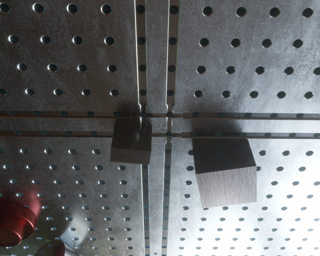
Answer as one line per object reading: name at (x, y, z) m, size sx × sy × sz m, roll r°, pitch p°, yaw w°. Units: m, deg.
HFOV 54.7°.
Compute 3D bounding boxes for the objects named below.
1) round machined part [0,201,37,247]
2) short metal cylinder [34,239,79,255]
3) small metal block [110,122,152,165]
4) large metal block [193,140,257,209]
round machined part at (-0.273, 0.174, 0.546) m, size 0.099 × 0.042 × 0.097 m, roll 0°, pitch 130°, yaw 0°
short metal cylinder at (-0.202, 0.265, 0.600) m, size 0.080 × 0.080 × 0.050 m, roll -20°, pitch 127°, yaw 16°
small metal block at (-0.037, 0.020, 0.412) m, size 0.050 × 0.050 × 0.025 m, roll 5°, pitch 130°, yaw -5°
large metal block at (0.095, 0.069, 0.455) m, size 0.080 × 0.050 × 0.080 m, roll -9°, pitch 130°, yaw 7°
